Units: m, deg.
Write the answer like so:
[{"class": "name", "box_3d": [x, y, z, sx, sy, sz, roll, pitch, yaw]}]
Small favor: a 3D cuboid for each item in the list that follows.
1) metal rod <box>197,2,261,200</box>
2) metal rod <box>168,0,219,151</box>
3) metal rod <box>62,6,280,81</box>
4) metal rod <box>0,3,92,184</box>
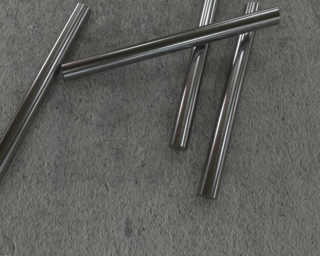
[{"class": "metal rod", "box_3d": [0.100, -0.050, 0.427, 0.025, 0.025, 0.299, 16, 71, 5]}, {"class": "metal rod", "box_3d": [0.058, -0.111, 0.449, 0.025, 0.025, 0.299, 13, 70, 4]}, {"class": "metal rod", "box_3d": [0.013, -0.116, 0.429, 0.302, 0.025, 0.025, -15, 71, 2]}, {"class": "metal rod", "box_3d": [-0.167, -0.049, 0.423, 0.025, 0.025, 0.300, 19, 71, 6]}]
